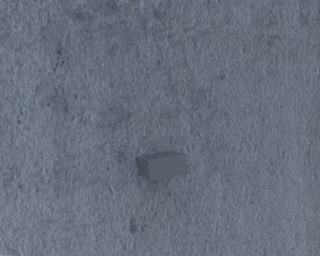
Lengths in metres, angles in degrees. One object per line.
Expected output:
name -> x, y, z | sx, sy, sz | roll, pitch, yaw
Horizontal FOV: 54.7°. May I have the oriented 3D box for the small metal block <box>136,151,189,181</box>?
small metal block -> 0.002, 0.047, 0.398 | 0.050, 0.050, 0.025 | -8, 93, -20
